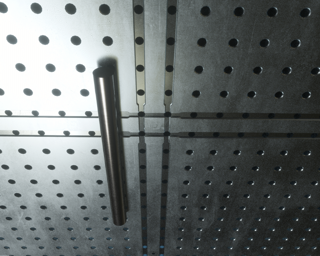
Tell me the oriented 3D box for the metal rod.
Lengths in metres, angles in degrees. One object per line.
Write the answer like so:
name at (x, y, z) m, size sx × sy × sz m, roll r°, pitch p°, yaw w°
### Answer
metal rod at (-0.068, 0.049, 0.452) m, size 0.025 × 0.025 × 0.298 m, roll 1°, pitch 130°, yaw -1°
